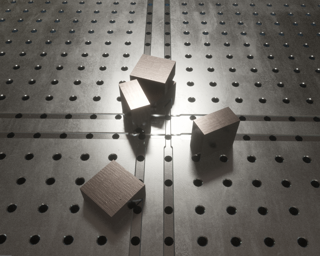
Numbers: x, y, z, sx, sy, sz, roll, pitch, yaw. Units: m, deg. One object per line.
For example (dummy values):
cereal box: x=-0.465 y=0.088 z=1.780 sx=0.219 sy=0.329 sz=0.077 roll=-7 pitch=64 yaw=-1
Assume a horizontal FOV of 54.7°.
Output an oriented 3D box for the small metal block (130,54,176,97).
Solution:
small metal block: x=-0.009 y=-0.075 z=0.438 sx=0.050 sy=0.025 sz=0.050 roll=15 pitch=51 yaw=11

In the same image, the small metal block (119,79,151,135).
small metal block: x=-0.033 y=-0.028 z=0.414 sx=0.025 sy=0.050 sz=0.050 roll=-18 pitch=53 yaw=-14

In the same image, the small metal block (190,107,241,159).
small metal block: x=0.068 y=0.006 z=0.387 sx=0.050 sy=0.050 sz=0.025 roll=-21 pitch=53 yaw=-17

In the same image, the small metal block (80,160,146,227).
small metal block: x=-0.052 y=0.072 z=0.347 sx=0.050 sy=0.025 sz=0.050 roll=34 pitch=57 yaw=25

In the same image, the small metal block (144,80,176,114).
small metal block: x=-0.011 y=-0.054 z=0.453 sx=0.050 sy=0.025 sz=0.050 roll=28 pitch=55 yaw=21
